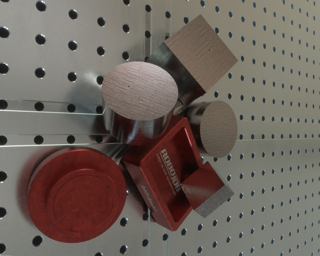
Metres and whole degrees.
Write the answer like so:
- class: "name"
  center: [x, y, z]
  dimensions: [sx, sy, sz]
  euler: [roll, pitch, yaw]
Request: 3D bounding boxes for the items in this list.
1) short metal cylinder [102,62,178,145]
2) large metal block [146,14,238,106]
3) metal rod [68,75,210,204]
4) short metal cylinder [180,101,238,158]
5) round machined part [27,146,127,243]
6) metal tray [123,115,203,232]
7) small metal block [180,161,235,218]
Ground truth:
- class: "short metal cylinder"
  center: [-0.024, -0.028, 0.346]
  dimensions: [0.081, 0.050, 0.080]
  euler: [5, 57, -7]
- class: "large metal block"
  center: [0.044, -0.090, 0.414]
  dimensions: [0.080, 0.050, 0.080]
  euler: [49, 59, -6]
- class: "metal rod"
  center: [0.000, -0.009, 0.412]
  dimensions: [0.301, 0.025, 0.025]
  euler: [-45, 117, -30]
- class: "short metal cylinder"
  center: [0.067, 0.002, 0.448]
  dimensions: [0.081, 0.050, 0.079]
  euler: [0, 90, -40]
- class: "round machined part"
  center: [-0.081, 0.070, 0.314]
  dimensions: [0.099, 0.042, 0.097]
  euler: [-3, 97, -24]
- class: "metal tray"
  center: [0.015, 0.058, 0.400]
  dimensions: [0.090, 0.030, 0.129]
  euler: [-45, 130, -30]
- class: "small metal block"
  center: [0.061, 0.080, 0.406]
  dimensions: [0.050, 0.050, 0.025]
  euler: [-42, 124, 8]
